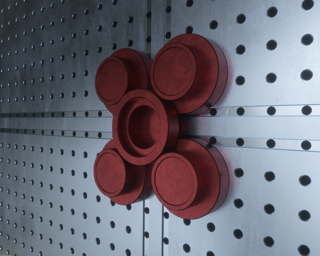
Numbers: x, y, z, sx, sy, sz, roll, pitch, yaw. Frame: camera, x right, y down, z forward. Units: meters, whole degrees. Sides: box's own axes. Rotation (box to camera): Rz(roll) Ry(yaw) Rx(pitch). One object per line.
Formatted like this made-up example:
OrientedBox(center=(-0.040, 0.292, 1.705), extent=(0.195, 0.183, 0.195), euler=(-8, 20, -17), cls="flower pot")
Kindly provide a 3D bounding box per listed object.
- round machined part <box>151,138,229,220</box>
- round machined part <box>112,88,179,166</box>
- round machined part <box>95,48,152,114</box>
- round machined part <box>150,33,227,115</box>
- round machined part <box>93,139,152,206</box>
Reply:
OrientedBox(center=(0.028, 0.061, 0.372), extent=(0.098, 0.042, 0.097), euler=(0, 90, 39), cls="round machined part")
OrientedBox(center=(-0.014, -0.001, 0.406), extent=(0.098, 0.042, 0.097), euler=(0, 90, 39), cls="round machined part")
OrientedBox(center=(-0.055, -0.065, 0.440), extent=(0.098, 0.042, 0.097), euler=(0, 90, 39), cls="round machined part")
OrientedBox(center=(0.027, -0.065, 0.374), extent=(0.098, 0.042, 0.097), euler=(0, 90, 39), cls="round machined part")
OrientedBox(center=(-0.058, 0.062, 0.444), extent=(0.098, 0.042, 0.097), euler=(0, 90, 39), cls="round machined part")
